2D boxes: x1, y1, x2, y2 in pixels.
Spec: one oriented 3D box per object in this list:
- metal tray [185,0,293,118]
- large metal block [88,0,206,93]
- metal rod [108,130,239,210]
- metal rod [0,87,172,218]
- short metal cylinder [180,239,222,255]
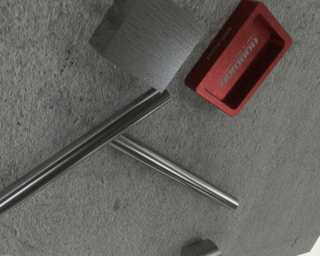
[{"bbox_3d":[0.104,-0.087,0.408,0.090,0.030,0.130,28,103,-38],"label":"metal tray"},{"bbox_3d":[-0.014,-0.096,0.325,0.080,0.050,0.080,27,103,-38],"label":"large metal block"},{"bbox_3d":[0.036,0.073,0.473,0.301,0.025,0.025,34,99,-39],"label":"metal rod"},{"bbox_3d":[-0.117,0.042,0.357,0.301,0.025,0.025,-35,130,-1],"label":"metal rod"},{"bbox_3d":[0.079,0.254,0.575,0.050,0.080,0.079,-11,123,-23],"label":"short metal cylinder"}]
